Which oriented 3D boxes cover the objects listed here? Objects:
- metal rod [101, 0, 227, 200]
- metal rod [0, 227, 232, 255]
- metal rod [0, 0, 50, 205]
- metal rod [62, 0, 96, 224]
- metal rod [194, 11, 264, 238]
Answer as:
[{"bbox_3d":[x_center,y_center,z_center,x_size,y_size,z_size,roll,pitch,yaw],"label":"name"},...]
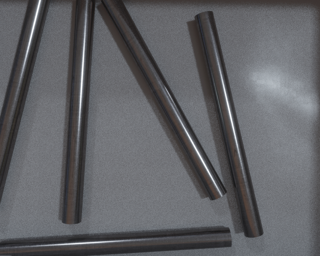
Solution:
[{"bbox_3d":[0.006,-0.041,0.411,0.025,0.025,0.299,-29,90,0],"label":"metal rod"},{"bbox_3d":[-0.058,0.154,0.410,0.302,0.025,0.025,-3,90,0],"label":"metal rod"},{"bbox_3d":[-0.193,-0.032,0.409,0.025,0.025,0.298,14,90,0],"label":"metal rod"},{"bbox_3d":[-0.107,-0.025,0.410,0.025,0.025,0.298,4,90,0],"label":"metal rod"},{"bbox_3d":[0.091,-0.005,0.411,0.025,0.025,0.298,-13,90,0],"label":"metal rod"}]
